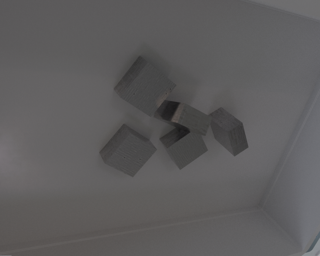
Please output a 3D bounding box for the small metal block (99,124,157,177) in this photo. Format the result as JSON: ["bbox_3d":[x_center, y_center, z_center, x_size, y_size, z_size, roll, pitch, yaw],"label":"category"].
[{"bbox_3d":[-0.041,0.030,0.405,0.050,0.025,0.050,-49,129,6],"label":"small metal block"}]

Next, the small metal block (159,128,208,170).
[{"bbox_3d":[0.035,0.024,0.442,0.050,0.025,0.050,-35,129,-6],"label":"small metal block"}]

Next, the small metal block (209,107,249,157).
[{"bbox_3d":[0.098,0.005,0.449,0.025,0.050,0.050,-32,129,-8],"label":"small metal block"}]

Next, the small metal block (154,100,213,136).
[{"bbox_3d":[0.029,-0.013,0.396,0.050,0.050,0.025,23,85,-36],"label":"small metal block"}]

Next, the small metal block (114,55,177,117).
[{"bbox_3d":[-0.017,-0.049,0.369,0.050,0.025,0.050,33,100,-38],"label":"small metal block"}]
